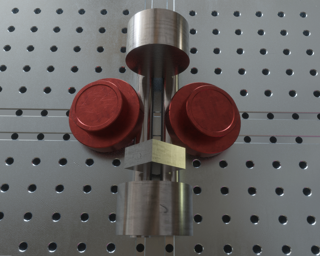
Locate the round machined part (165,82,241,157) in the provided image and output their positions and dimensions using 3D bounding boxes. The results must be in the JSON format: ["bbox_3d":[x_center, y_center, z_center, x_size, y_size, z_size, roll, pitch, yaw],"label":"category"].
[{"bbox_3d":[0.059,-0.015,0.394,0.099,0.042,0.098,5,70,-14],"label":"round machined part"}]

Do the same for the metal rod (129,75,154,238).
[{"bbox_3d":[-0.021,-0.012,0.415,0.025,0.025,0.299,1,70,0],"label":"metal rod"}]

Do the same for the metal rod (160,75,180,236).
[{"bbox_3d":[0.014,-0.013,0.416,0.025,0.025,0.299,1,70,0],"label":"metal rod"}]

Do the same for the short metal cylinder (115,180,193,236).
[{"bbox_3d":[-0.006,0.087,0.327,0.080,0.080,0.050,1,70,0],"label":"short metal cylinder"}]

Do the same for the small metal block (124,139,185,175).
[{"bbox_3d":[-0.006,0.035,0.361,0.050,0.050,0.025,18,64,-38],"label":"small metal block"}]

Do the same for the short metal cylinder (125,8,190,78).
[{"bbox_3d":[-0.003,-0.106,0.398,0.080,0.080,0.050,1,70,0],"label":"short metal cylinder"}]

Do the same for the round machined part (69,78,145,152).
[{"bbox_3d":[-0.073,-0.021,0.397,0.098,0.042,0.098,-5,69,13],"label":"round machined part"}]
